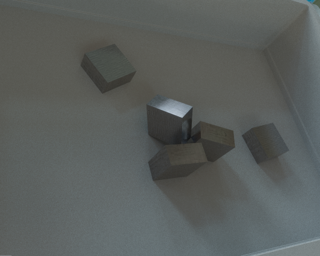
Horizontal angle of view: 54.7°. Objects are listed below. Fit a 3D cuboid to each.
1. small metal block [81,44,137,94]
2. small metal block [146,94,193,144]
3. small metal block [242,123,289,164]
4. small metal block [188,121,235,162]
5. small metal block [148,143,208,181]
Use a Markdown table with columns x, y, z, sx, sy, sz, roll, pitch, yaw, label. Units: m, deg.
| x | y | z | sx | sy | sz | roll | pitch | yaw | label |
| --- | --- | --- | --- | --- | --- | --- | --- | --- | --- |
| -0.069 | -0.081 | 0.417 | 0.050 | 0.025 | 0.050 | -32 | 79 | -38 | small metal block |
| 0.012 | -0.008 | 0.389 | 0.050 | 0.050 | 0.025 | 22 | 46 | 25 | small metal block |
| 0.163 | 0.023 | 0.479 | 0.050 | 0.025 | 0.050 | -12 | 68 | -33 | small metal block |
| 0.063 | 0.019 | 0.411 | 0.050 | 0.050 | 0.025 | 15 | 56 | -20 | small metal block |
| 0.021 | 0.041 | 0.375 | 0.050 | 0.050 | 0.025 | -2 | 63 | -29 | small metal block |
